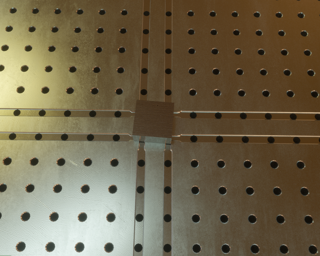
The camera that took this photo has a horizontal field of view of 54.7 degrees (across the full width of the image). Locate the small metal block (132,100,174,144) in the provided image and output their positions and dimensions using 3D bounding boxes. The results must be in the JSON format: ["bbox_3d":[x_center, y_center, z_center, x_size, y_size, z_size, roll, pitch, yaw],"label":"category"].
[{"bbox_3d":[-0.008,-0.008,0.414,0.050,0.025,0.050,5,70,1],"label":"small metal block"}]
